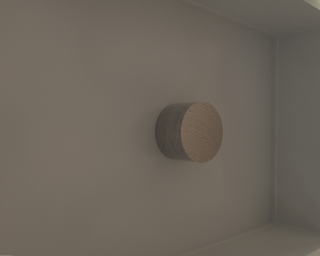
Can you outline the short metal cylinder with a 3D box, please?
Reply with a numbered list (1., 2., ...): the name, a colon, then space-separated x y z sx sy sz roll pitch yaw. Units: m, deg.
1. short metal cylinder: 0.040 0.005 0.423 0.081 0.050 0.080 0 90 -40
